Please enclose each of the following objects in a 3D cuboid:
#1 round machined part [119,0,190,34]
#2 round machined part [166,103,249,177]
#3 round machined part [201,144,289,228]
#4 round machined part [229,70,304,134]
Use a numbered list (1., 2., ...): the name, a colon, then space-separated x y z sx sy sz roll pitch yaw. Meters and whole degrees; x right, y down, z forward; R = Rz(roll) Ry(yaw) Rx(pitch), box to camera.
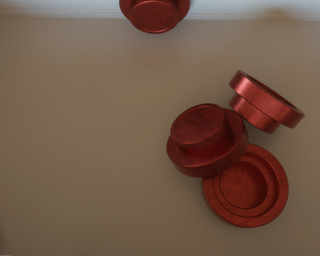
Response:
1. round machined part: -0.007 -0.169 0.432 0.099 0.098 0.042 1 70 0
2. round machined part: 0.052 0.008 0.370 0.098 0.042 0.098 -21 35 16
3. round machined part: 0.099 0.070 0.375 0.099 0.042 0.098 0 70 0
4. round machined part: 0.127 -0.029 0.393 0.098 0.098 0.042 38 111 13
